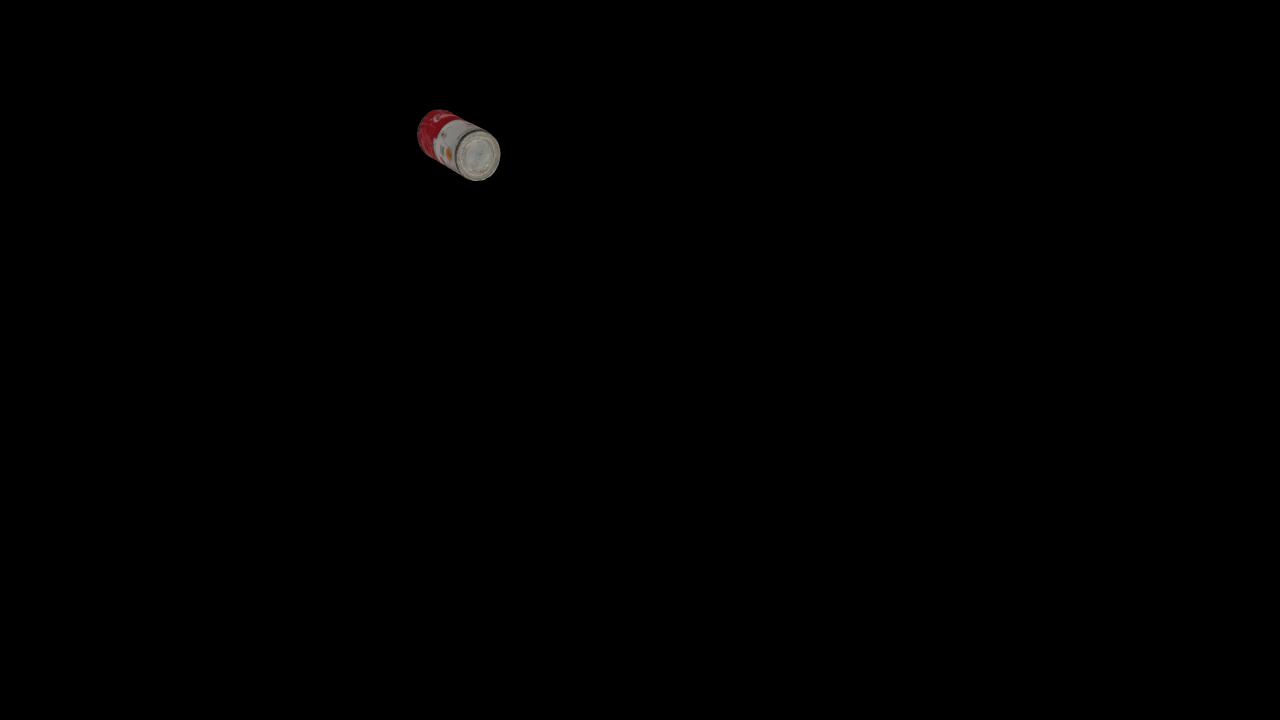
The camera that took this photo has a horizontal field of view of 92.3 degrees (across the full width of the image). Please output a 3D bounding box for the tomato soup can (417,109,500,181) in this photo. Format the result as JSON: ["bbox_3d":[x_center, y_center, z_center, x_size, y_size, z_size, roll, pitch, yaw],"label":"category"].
[{"bbox_3d":[-0.240,-0.285,0.816,0.101,0.068,0.068,36,22,33],"label":"tomato soup can"}]
